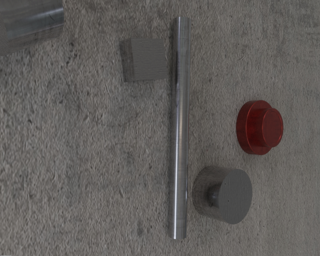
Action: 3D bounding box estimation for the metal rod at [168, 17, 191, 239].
[{"bbox_3d":[0.027,-0.001,0.427,0.025,0.025,0.298,2,89,-40],"label":"metal rod"}]

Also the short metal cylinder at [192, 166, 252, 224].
[{"bbox_3d":[0.095,0.099,0.468,0.081,0.050,0.079,0,90,-40],"label":"short metal cylinder"}]

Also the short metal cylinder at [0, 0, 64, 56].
[{"bbox_3d":[-0.127,-0.108,0.262,0.050,0.080,0.080,-35,112,-35],"label":"short metal cylinder"}]

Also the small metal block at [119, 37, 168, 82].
[{"bbox_3d":[-0.020,-0.085,0.388,0.050,0.025,0.050,-11,97,-39],"label":"small metal block"}]

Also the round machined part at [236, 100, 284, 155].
[{"bbox_3d":[0.181,0.000,0.546,0.099,0.042,0.097,0,90,-40],"label":"round machined part"}]
